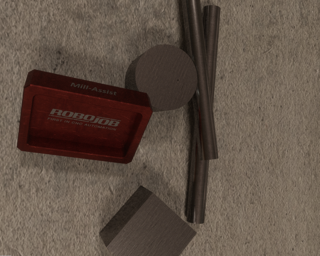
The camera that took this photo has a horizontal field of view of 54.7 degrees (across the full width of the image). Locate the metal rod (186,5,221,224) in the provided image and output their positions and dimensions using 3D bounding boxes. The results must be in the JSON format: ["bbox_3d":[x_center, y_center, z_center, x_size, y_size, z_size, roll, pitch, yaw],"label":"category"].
[{"bbox_3d":[0.061,-0.020,0.432,0.025,0.025,0.298,5,88,-20],"label":"metal rod"}]

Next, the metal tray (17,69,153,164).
[{"bbox_3d":[-0.084,-0.007,0.348,0.131,0.030,0.089,10,127,-20],"label":"metal tray"}]

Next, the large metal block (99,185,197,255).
[{"bbox_3d":[-0.016,0.133,0.391,0.080,0.050,0.080,45,76,-15],"label":"large metal block"}]

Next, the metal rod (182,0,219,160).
[{"bbox_3d":[0.048,-0.107,0.412,0.025,0.025,0.298,-5,86,-20],"label":"metal rod"}]

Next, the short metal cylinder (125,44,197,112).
[{"bbox_3d":[0.000,-0.061,0.397,0.081,0.050,0.079,0,90,-21],"label":"short metal cylinder"}]
